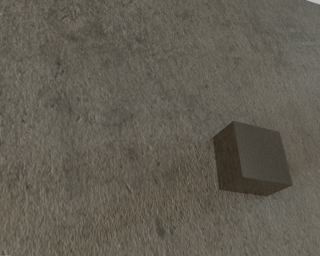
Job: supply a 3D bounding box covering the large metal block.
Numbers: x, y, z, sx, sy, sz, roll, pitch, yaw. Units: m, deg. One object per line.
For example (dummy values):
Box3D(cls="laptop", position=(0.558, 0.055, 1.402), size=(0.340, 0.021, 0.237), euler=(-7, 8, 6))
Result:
Box3D(cls="large metal block", position=(0.125, 0.044, 0.428), size=(0.081, 0.050, 0.080), euler=(12, 57, -22))
